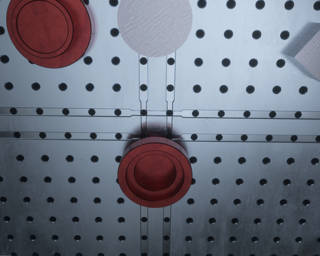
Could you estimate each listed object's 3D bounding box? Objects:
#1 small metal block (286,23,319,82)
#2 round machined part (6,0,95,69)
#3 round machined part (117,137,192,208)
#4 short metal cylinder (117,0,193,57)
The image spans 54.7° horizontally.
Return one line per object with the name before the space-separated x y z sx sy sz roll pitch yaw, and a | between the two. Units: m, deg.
small metal block | 0.196 -0.092 0.381 0.050 0.025 0.050 37 106 -13
round machined part | -0.129 -0.118 0.360 0.099 0.042 0.097 0 110 0
round machined part | -0.007 0.057 0.425 0.099 0.042 0.097 0 110 0
short metal cylinder | -0.005 -0.124 0.354 0.081 0.050 0.079 0 110 0
